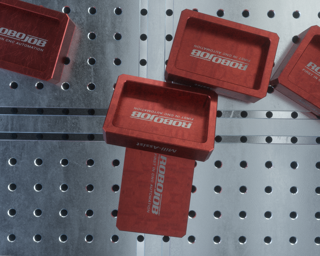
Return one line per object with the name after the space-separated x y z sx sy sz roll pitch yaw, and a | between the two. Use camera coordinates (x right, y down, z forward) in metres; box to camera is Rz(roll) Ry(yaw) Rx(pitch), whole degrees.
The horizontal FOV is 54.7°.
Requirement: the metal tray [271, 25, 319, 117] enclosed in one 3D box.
0.229 -0.063 0.413 0.130 0.030 0.090 32 90 -1 | metal tray

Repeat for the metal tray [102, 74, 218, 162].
0.003 -0.014 0.389 0.131 0.030 0.090 11 58 -1 | metal tray

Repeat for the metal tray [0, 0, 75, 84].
-0.189 -0.119 0.408 0.131 0.030 0.090 16 90 -1 | metal tray

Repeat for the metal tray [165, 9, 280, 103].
0.080 -0.093 0.406 0.131 0.030 0.090 15 83 -1 | metal tray

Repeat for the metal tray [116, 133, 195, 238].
-0.004 0.072 0.411 0.091 0.030 0.129 7 90 -1 | metal tray
